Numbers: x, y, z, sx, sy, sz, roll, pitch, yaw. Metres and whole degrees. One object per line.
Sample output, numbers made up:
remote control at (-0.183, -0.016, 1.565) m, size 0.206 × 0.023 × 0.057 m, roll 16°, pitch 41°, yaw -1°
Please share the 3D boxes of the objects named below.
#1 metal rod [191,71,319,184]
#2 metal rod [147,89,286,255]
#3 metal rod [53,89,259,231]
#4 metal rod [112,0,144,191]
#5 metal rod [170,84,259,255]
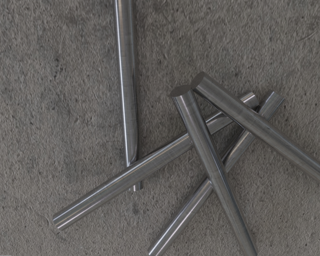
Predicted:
metal rod at (0.160, 0.024, 0.398) m, size 0.301 × 0.025 × 0.025 m, roll 33°, pitch 107°, yaw -20°
metal rod at (0.071, 0.076, 0.438) m, size 0.025 × 0.025 × 0.299 m, roll 30°, pitch 107°, yaw -11°
metal rod at (-0.007, 0.043, 0.402) m, size 0.301 × 0.025 × 0.025 m, roll -33°, pitch 107°, yaw 2°
metal rod at (-0.039, -0.057, 0.388) m, size 0.025 × 0.025 × 0.298 m, roll -2°, pitch 110°, yaw 0°
metal rod at (0.082, 0.076, 0.410) m, size 0.025 × 0.025 × 0.299 m, roll -23°, pitch 119°, yaw 8°
